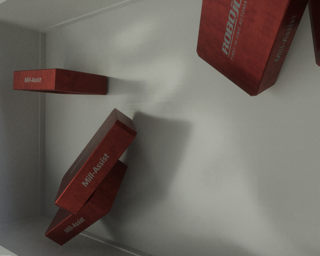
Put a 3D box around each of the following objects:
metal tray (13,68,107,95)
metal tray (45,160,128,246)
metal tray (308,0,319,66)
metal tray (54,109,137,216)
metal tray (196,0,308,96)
[{"bbox_3d":[-0.160,-0.071,0.492,0.130,0.091,0.030,6,94,39],"label":"metal tray"},{"bbox_3d":[-0.107,0.105,0.452,0.030,0.090,0.129,40,124,-16],"label":"metal tray"},{"bbox_3d":[0.134,-0.113,0.215,0.030,0.130,0.090,-2,71,14],"label":"metal tray"},{"bbox_3d":[-0.085,0.040,0.412,0.130,0.030,0.090,-53,16,4],"label":"metal tray"},{"bbox_3d":[0.081,-0.104,0.290,0.090,0.030,0.129,46,154,30],"label":"metal tray"}]
